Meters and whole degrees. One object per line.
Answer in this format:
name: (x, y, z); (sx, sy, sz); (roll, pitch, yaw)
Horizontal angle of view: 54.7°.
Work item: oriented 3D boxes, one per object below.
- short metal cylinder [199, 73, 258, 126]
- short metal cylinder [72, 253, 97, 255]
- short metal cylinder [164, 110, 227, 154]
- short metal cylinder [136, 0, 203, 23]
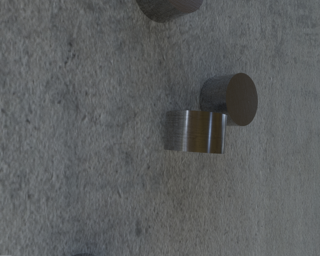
short metal cylinder: (0.108, -0.043, 0.481); (0.081, 0.050, 0.079); (0, 90, -40)
short metal cylinder: (-0.077, 0.181, 0.326); (0.081, 0.050, 0.079); (0, 90, -40)
short metal cylinder: (0.047, 0.006, 0.410); (0.081, 0.080, 0.050); (7, 86, -40)
short metal cylinder: (0.012, -0.183, 0.400); (0.081, 0.050, 0.079); (0, 90, -40)
